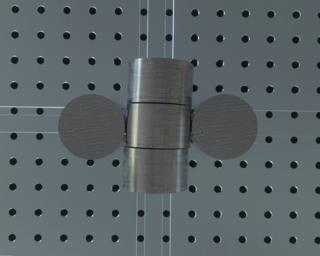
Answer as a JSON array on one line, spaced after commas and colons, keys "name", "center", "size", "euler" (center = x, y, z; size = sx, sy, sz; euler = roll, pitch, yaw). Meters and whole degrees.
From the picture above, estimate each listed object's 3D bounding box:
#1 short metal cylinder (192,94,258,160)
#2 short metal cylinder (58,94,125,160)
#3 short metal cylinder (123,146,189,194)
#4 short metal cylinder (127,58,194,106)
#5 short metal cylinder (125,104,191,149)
[{"name": "short metal cylinder", "center": [0.079, -0.001, 0.401], "size": [0.081, 0.050, 0.079], "euler": [0, 90, -1]}, {"name": "short metal cylinder", "center": [-0.083, -0.001, 0.399], "size": [0.081, 0.050, 0.079], "euler": [0, 90, -1]}, {"name": "short metal cylinder", "center": [-0.005, 0.049, 0.385], "size": [0.081, 0.080, 0.050], "euler": [1, 90, -1]}, {"name": "short metal cylinder", "center": [0.001, -0.054, 0.385], "size": [0.081, 0.080, 0.050], "euler": [3, 90, -1]}, {"name": "short metal cylinder", "center": [-0.002, -0.002, 0.385], "size": [0.081, 0.080, 0.050], "euler": [2, 90, -1]}]
